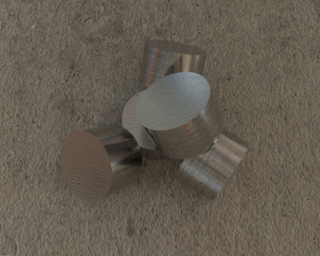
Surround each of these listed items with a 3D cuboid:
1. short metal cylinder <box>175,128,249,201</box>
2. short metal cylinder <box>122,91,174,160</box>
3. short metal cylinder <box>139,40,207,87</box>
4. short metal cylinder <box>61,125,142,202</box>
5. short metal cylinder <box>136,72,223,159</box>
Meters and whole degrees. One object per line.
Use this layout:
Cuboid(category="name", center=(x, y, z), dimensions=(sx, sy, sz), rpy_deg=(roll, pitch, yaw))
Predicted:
Cuboid(category="short metal cylinder", center=(0.061, 0.038, 0.366), dimensions=(0.050, 0.080, 0.080), rpy_deg=(33, 73, 11))
Cuboid(category="short metal cylinder", center=(-0.006, -0.003, 0.397), dimensions=(0.081, 0.050, 0.080), rpy_deg=(0, 70, -1))
Cuboid(category="short metal cylinder", center=(0.016, -0.081, 0.403), dimensions=(0.080, 0.080, 0.050), rpy_deg=(13, 114, 4))
Cuboid(category="short metal cylinder", center=(-0.068, 0.039, 0.360), dimensions=(0.080, 0.050, 0.079), rpy_deg=(7, 102, 34))
Cuboid(category="short metal cylinder", center=(0.021, -0.014, 0.330), dimensions=(0.080, 0.050, 0.080), rpy_deg=(-15, 46, 17))
